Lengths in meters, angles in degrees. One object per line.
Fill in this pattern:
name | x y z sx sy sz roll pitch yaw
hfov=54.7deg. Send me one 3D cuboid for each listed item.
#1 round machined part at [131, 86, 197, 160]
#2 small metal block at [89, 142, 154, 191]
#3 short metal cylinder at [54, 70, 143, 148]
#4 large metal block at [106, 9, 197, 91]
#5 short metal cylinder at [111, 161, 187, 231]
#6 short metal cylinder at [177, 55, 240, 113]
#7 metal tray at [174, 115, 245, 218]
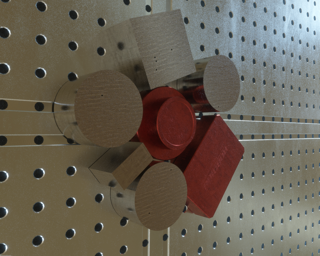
round machined part | 0.009 -0.006 0.405 0.099 0.042 0.097 0 90 -40
small metal block | -0.044 0.041 0.354 0.050 0.050 0.025 -45 117 -31
short metal cylinder | -0.066 -0.020 0.336 0.081 0.050 0.080 0 90 -40
large metal block | -0.009 -0.095 0.385 0.081 0.050 0.080 -27 107 -37
short metal cylinder | -0.013 0.079 0.381 0.081 0.050 0.080 0 90 -40
short metal cylinder | 0.072 -0.062 0.452 0.081 0.050 0.080 0 90 -40
metal tray | 0.071 0.055 0.464 0.090 0.030 0.130 48 61 -29
